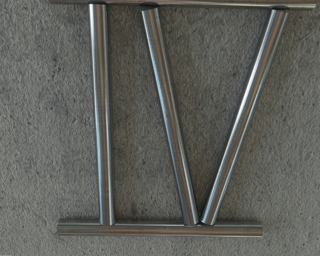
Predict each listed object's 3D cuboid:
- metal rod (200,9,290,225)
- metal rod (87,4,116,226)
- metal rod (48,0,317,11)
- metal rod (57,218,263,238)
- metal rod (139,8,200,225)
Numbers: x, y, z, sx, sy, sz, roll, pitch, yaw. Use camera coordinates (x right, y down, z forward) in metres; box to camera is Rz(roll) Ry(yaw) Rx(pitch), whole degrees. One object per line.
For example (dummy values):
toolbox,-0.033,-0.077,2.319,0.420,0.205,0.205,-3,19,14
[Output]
metal rod,0.105,0.000,0.412,0.025,0.025,0.298,12,109,-5
metal rod,-0.074,-0.003,0.408,0.025,0.025,0.298,1,110,-1
metal rod,0.026,-0.152,0.355,0.302,0.025,0.025,1,110,-1
metal rod,0.001,0.151,0.466,0.302,0.025,0.025,1,110,-1
metal rod,0.017,0.000,0.410,0.025,0.025,0.298,-11,110,3
